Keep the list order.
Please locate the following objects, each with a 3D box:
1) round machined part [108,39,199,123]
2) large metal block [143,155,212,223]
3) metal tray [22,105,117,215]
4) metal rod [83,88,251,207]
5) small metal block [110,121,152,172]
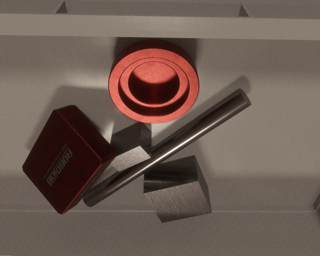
[{"bbox_3d":[-0.007,-0.056,0.351,0.099,0.042,0.097,-1,130,0],"label":"round machined part"},{"bbox_3d":[0.028,0.095,0.474,0.080,0.050,0.080,-15,129,12],"label":"large metal block"},{"bbox_3d":[-0.124,0.044,0.410,0.090,0.030,0.129,47,123,9],"label":"metal tray"},{"bbox_3d":[-0.006,0.040,0.442,0.299,0.025,0.025,-35,122,26],"label":"metal rod"},{"bbox_3d":[-0.039,0.024,0.412,0.050,0.050,0.025,-25,126,19],"label":"small metal block"}]
